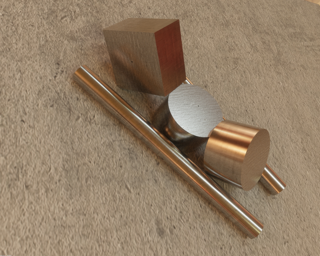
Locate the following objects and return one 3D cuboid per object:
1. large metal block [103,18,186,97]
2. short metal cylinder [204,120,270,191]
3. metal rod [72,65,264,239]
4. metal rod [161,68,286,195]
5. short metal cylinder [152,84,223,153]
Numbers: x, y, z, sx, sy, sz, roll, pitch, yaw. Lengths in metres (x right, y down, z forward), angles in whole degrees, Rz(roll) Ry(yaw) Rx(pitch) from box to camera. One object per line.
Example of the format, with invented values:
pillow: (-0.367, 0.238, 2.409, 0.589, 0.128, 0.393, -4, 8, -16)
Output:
large metal block: (-0.018, -0.093, 0.397, 0.080, 0.080, 0.050, 15, 41, 34)
short metal cylinder: (0.099, 0.034, 0.395, 0.050, 0.079, 0.081, 17, 39, 37)
metal rod: (0.010, 0.030, 0.391, 0.300, 0.025, 0.025, 42, 51, 0)
metal rod: (0.071, -0.023, 0.457, 0.300, 0.025, 0.025, 48, 51, 6)
short metal cylinder: (0.036, -0.012, 0.416, 0.081, 0.050, 0.080, 14, 56, -21)
